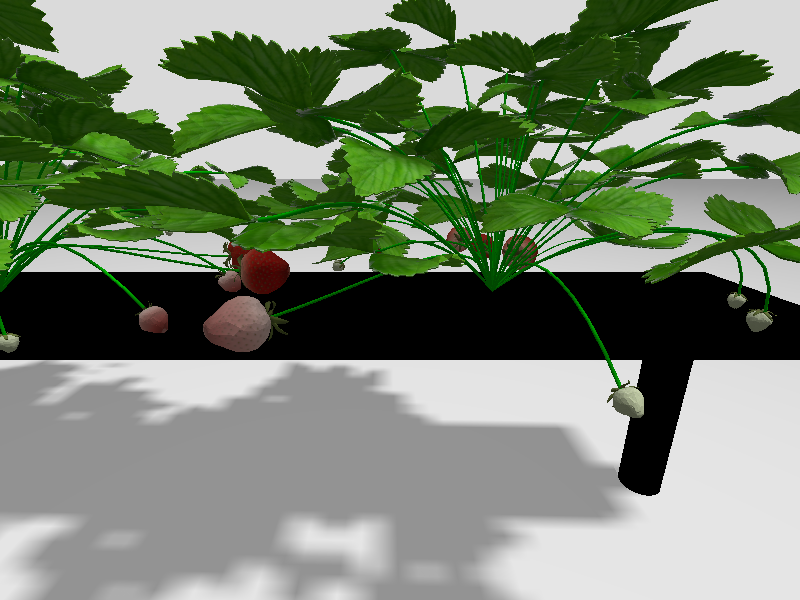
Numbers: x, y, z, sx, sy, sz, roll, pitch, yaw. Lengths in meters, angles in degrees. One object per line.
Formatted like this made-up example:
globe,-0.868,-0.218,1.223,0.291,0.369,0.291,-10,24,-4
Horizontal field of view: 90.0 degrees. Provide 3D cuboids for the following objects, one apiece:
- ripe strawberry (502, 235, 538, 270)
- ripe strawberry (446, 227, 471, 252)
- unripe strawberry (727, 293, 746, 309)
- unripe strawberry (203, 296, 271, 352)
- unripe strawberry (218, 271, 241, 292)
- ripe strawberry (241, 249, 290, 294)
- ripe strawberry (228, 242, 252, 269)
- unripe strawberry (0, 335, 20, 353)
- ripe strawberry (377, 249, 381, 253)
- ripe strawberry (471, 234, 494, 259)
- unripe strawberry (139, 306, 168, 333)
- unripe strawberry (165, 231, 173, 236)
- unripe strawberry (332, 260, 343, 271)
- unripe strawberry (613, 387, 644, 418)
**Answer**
ripe strawberry,0.134,-0.053,0.444,0.037,0.039,0.041,10,21,28
ripe strawberry,0.078,-0.082,0.539,0.032,0.034,0.035,-1,18,-2
unripe strawberry,0.258,0.001,0.308,0.011,0.011,0.011,6,20,18
unripe strawberry,-0.099,0.015,0.243,0.037,0.032,0.037,-13,22,-32
unripe strawberry,-0.151,-0.016,0.357,0.020,0.019,0.018,-29,15,11
ripe strawberry,-0.120,-0.026,0.361,0.042,0.041,0.039,0,19,0
ripe strawberry,-0.163,-0.048,0.426,0.035,0.037,0.033,-6,19,-18
unripe strawberry,-0.237,0.026,0.242,0.011,0.011,0.010,-18,25,-42
ripe strawberry,-0.026,-0.076,0.517,0.035,0.037,0.038,-12,21,-32
ripe strawberry,0.102,-0.067,0.496,0.029,0.031,0.031,2,18,7
unripe strawberry,-0.166,0.015,0.272,0.019,0.019,0.018,42,30,9
unripe strawberry,-0.339,-0.099,0.588,0.011,0.010,0.010,2,19,6
unripe strawberry,-0.068,-0.037,0.433,0.013,0.013,0.012,-28,3,31
unripe strawberry,0.104,0.047,0.181,0.013,0.014,0.014,-2,31,-6
